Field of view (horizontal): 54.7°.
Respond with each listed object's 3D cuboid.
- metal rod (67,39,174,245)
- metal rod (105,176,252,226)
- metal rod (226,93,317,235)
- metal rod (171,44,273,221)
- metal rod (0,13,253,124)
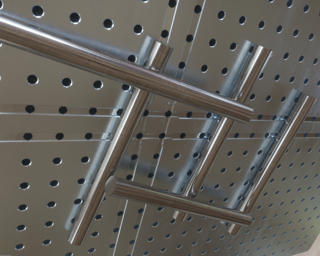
[{"bbox_3d":[-0.058,0.031,0.400,0.025,0.025,0.298,14,111,-34],"label":"metal rod"},{"bbox_3d":[0.048,0.121,0.480,0.302,0.025,0.025,24,105,-37],"label":"metal rod"},{"bbox_3d":[0.197,0.076,0.568,0.025,0.025,0.298,9,114,-33],"label":"metal rod"},{"bbox_3d":[0.086,0.019,0.472,0.025,0.025,0.298,10,113,-33],"label":"metal rod"},{"bbox_3d":[-0.019,-0.055,0.338,0.302,0.025,0.025,16,110,-25],"label":"metal rod"}]
